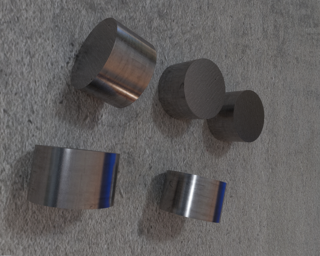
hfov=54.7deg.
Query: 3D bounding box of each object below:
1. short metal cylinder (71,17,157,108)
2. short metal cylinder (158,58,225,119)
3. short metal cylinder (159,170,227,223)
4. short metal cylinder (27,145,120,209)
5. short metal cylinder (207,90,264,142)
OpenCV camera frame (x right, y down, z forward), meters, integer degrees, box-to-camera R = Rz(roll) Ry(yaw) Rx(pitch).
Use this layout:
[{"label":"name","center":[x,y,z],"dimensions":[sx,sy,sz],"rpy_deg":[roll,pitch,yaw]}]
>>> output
[{"label":"short metal cylinder","center":[-0.050,-0.067,0.327],"dimensions":[0.050,0.080,0.080],"rpy_deg":[26,74,-37]},{"label":"short metal cylinder","center":[0.044,-0.052,0.425],"dimensions":[0.081,0.050,0.080],"rpy_deg":[0,90,-40]},{"label":"short metal cylinder","center":[0.043,0.089,0.405],"dimensions":[0.080,0.080,0.050],"rpy_deg":[21,77,-38]},{"label":"short metal cylinder","center":[-0.082,0.045,0.300],"dimensions":[0.081,0.080,0.050],"rpy_deg":[11,84,-40]},{"label":"short metal cylinder","center":[0.120,-0.018,0.489],"dimensions":[0.081,0.050,0.080],"rpy_deg":[0,90,-40]}]
